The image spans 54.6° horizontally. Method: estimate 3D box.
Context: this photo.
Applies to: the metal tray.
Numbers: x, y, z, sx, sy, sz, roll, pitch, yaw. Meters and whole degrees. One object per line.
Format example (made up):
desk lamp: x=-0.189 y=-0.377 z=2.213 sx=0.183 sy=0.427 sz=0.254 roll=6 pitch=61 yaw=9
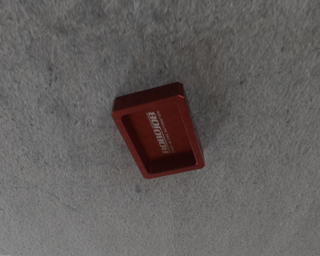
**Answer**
metal tray: x=0.002 y=0.009 z=0.411 sx=0.090 sy=0.030 sz=0.130 roll=-13 pitch=129 yaw=11
